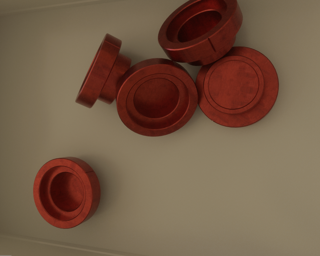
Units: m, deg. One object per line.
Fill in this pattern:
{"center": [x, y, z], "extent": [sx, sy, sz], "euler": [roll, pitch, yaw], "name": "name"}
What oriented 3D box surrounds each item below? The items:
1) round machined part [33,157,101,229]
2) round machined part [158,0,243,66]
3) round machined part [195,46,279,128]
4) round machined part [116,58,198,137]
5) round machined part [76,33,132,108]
{"center": [-0.128, 0.090, 0.445], "extent": [0.098, 0.042, 0.097], "euler": [0, 90, 19], "name": "round machined part"}
{"center": [0.050, -0.112, 0.366], "extent": [0.098, 0.042, 0.098], "euler": [-20, 45, 22], "name": "round machined part"}
{"center": [0.089, -0.049, 0.370], "extent": [0.098, 0.042, 0.097], "euler": [0, 90, 19], "name": "round machined part"}
{"center": [-0.006, -0.041, 0.385], "extent": [0.099, 0.042, 0.097], "euler": [-6, 124, -9], "name": "round machined part"}
{"center": [-0.071, -0.070, 0.406], "extent": [0.042, 0.098, 0.098], "euler": [24, 100, -18], "name": "round machined part"}
